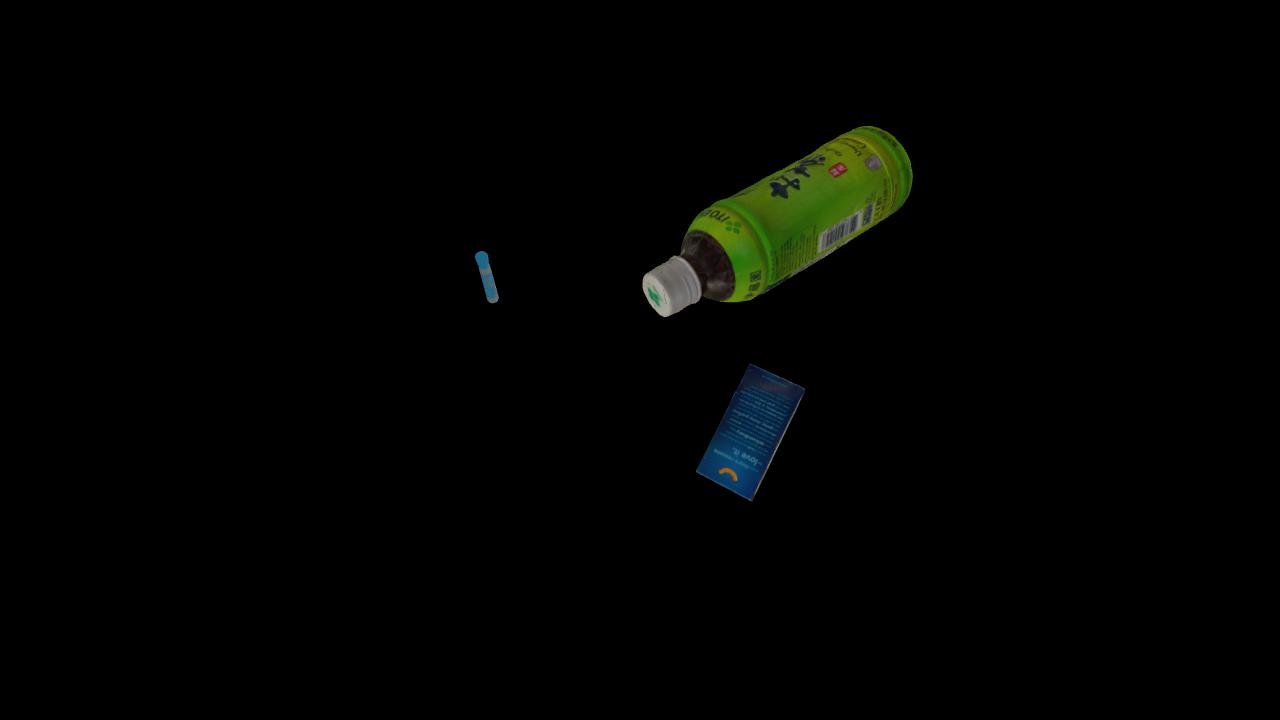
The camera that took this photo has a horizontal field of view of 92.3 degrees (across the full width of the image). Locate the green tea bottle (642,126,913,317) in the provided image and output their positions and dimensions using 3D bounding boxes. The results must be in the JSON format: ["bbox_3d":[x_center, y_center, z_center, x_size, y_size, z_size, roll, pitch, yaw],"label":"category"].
[{"bbox_3d":[0.094,-0.090,0.420,0.212,0.073,0.073,-33,14,-23],"label":"green tea bottle"}]

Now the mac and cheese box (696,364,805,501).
[{"bbox_3d":[0.167,0.107,0.923,0.093,0.184,0.041,26,-7,19],"label":"mac and cheese box"}]

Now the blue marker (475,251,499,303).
[{"bbox_3d":[-0.235,-0.127,0.946,0.020,0.020,0.121,0,-27,-4],"label":"blue marker"}]
